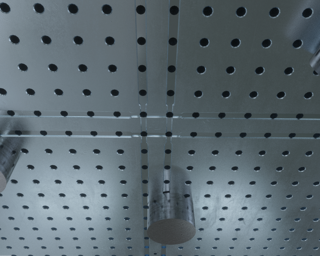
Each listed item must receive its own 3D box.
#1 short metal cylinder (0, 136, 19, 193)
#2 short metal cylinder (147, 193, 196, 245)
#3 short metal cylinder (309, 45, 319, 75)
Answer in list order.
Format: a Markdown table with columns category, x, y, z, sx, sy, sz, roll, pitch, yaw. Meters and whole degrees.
| category | x | y | z | sx | sy | sz | roll | pitch | yaw |
| --- | --- | --- | --- | --- | --- | --- | --- | --- | --- |
| short metal cylinder | -0.249 | 0.051 | 0.436 | 0.081 | 0.050 | 0.079 | 0 | 130 | 0 |
| short metal cylinder | 0.019 | 0.155 | 0.528 | 0.081 | 0.050 | 0.079 | 0 | 130 | 0 |
| short metal cylinder | 0.205 | -0.072 | 0.317 | 0.081 | 0.080 | 0.050 | 14 | 129 | -12 |
